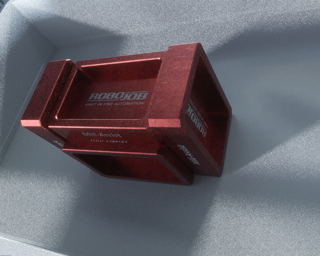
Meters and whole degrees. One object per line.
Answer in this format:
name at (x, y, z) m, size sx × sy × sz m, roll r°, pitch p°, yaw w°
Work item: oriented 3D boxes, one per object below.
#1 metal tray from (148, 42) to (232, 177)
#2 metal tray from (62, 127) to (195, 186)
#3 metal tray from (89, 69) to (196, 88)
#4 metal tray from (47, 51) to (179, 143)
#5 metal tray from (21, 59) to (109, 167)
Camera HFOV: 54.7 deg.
metal tray at (0.039, -0.013, 0.323) m, size 0.030 × 0.130 × 0.090 m, roll 1°, pitch 63°, yaw 29°
metal tray at (-0.034, 0.033, 0.358) m, size 0.130 × 0.090 × 0.030 m, roll 0°, pitch 62°, yaw 28°
metal tray at (-0.013, -0.046, 0.395) m, size 0.130 × 0.090 × 0.030 m, roll 0°, pitch 63°, yaw 29°
metal tray at (-0.049, -0.033, 0.330) m, size 0.130 × 0.030 × 0.090 m, roll 1°, pitch 62°, yaw 28°
metal tray at (-0.103, -0.014, 0.399) m, size 0.030 × 0.130 × 0.090 m, roll 1°, pitch 63°, yaw 29°
